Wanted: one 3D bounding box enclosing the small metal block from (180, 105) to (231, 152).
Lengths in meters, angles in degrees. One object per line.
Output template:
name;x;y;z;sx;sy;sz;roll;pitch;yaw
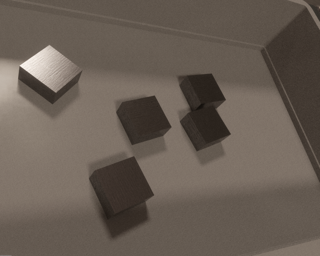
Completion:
small metal block;0.065;0.000;0.443;0.050;0.025;0.050;-17;71;-35

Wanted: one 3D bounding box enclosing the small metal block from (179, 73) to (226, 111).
small metal block;0.065;-0.055;0.476;0.050;0.025;0.050;-11;68;-33

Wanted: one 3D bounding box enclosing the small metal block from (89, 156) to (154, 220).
small metal block;-0.043;0.065;0.344;0.050;0.025;0.050;-18;71;-35

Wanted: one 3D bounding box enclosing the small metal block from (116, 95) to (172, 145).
small metal block;-0.021;-0.011;0.402;0.050;0.025;0.050;-16;70;-35

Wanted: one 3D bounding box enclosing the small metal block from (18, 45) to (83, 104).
small metal block;-0.132;-0.065;0.375;0.050;0.025;0.050;37;51;-4
